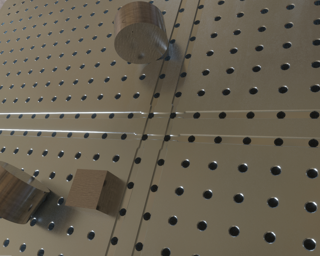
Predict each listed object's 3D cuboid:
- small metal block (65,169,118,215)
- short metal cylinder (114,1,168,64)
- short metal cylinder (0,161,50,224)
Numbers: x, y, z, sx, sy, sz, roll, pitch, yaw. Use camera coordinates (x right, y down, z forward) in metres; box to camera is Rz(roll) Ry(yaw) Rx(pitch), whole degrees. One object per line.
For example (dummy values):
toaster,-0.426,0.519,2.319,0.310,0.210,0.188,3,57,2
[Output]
small metal block,-0.089,0.082,0.405,0.050,0.025,0.050,-1,61,27
short metal cylinder,-0.030,-0.145,0.478,0.080,0.080,0.050,-19,55,17
short metal cylinder,-0.202,0.088,0.425,0.080,0.080,0.050,24,75,36
